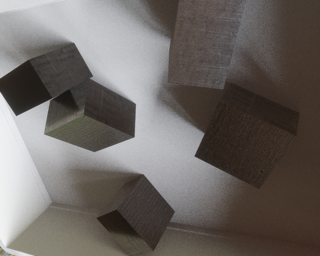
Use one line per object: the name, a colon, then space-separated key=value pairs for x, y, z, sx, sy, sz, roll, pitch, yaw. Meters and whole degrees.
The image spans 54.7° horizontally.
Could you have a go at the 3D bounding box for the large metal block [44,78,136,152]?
large metal block: x=-0.089 y=-0.012 z=0.405 sx=0.080 sy=0.050 sz=0.080 roll=-21 pitch=147 yaw=35

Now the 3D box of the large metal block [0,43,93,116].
large metal block: x=-0.152 y=-0.064 z=0.410 sx=0.080 sy=0.080 sz=0.050 roll=-17 pitch=108 yaw=34

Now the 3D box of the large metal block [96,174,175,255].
large metal block: x=-0.034 y=0.132 z=0.471 sx=0.050 sy=0.080 sz=0.080 roll=-32 pitch=101 yaw=38

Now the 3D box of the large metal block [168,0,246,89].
large metal block: x=0.038 y=-0.092 z=0.287 sx=0.050 sy=0.080 sz=0.079 roll=7 pitch=124 yaw=-2

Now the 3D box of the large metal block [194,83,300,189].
large metal block: x=0.096 y=0.008 z=0.347 sx=0.080 sy=0.050 sz=0.079 roll=27 pitch=128 yaw=11
